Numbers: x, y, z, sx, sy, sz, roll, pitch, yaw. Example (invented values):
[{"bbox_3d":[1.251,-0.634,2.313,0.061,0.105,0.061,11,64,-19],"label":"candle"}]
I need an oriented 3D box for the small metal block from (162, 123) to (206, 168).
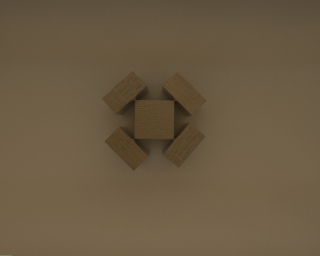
[{"bbox_3d":[0.029,0.021,0.397,0.025,0.050,0.050,40,89,-1],"label":"small metal block"}]

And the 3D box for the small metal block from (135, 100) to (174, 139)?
[{"bbox_3d":[-0.007,-0.011,0.409,0.050,0.025,0.050,1,90,0],"label":"small metal block"}]

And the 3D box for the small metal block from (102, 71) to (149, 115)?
[{"bbox_3d":[-0.042,-0.043,0.396,0.050,0.050,0.025,-42,90,1],"label":"small metal block"}]

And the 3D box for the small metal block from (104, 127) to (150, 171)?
[{"bbox_3d":[-0.040,0.025,0.397,0.025,0.050,0.050,-45,90,1],"label":"small metal block"}]

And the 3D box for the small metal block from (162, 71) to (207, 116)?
[{"bbox_3d":[0.029,-0.042,0.397,0.025,0.050,0.050,-45,91,-1],"label":"small metal block"}]
